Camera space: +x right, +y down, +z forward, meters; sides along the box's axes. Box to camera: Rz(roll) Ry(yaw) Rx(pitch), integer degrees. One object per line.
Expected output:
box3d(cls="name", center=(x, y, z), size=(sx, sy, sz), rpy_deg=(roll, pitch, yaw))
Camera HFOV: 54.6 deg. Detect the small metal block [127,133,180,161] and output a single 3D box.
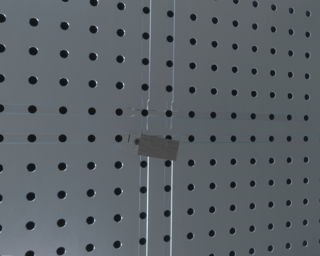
box3d(cls="small metal block", center=(-0.010, 0.024, 0.396), size=(0.050, 0.050, 0.025), rpy_deg=(11, 86, -20))
